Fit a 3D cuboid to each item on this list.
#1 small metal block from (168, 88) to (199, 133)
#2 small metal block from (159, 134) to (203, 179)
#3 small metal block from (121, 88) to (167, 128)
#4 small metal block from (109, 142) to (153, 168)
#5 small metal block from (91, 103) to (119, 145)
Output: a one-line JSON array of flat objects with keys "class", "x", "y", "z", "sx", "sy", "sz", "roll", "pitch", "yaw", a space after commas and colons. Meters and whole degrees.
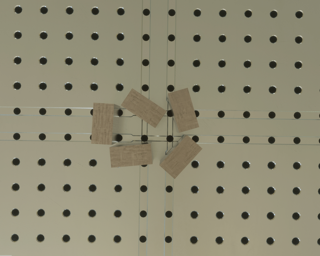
[{"class": "small metal block", "x": 0.029, "y": -0.021, "z": 0.400, "sx": 0.025, "sy": 0.050, "sz": 0.050, "roll": -16, "pitch": 89, "yaw": 0}, {"class": "small metal block", "x": 0.026, "y": 0.035, "z": 0.400, "sx": 0.025, "sy": 0.050, "sz": 0.050, "roll": 42, "pitch": 90, "yaw": 1}, {"class": "small metal block", "x": -0.020, "y": -0.025, "z": 0.401, "sx": 0.050, "sy": 0.050, "sz": 0.025, "roll": 34, "pitch": 91, "yaw": -1}, {"class": "small metal block", "x": -0.035, "y": 0.034, "z": 0.400, "sx": 0.050, "sy": 0.050, "sz": 0.025, "roll": -5, "pitch": 90, "yaw": 0}, {"class": "small metal block", "x": -0.069, "y": -0.005, "z": 0.400, "sx": 0.025, "sy": 0.050, "sz": 0.050, "roll": 4, "pitch": 91, "yaw": 0}]
